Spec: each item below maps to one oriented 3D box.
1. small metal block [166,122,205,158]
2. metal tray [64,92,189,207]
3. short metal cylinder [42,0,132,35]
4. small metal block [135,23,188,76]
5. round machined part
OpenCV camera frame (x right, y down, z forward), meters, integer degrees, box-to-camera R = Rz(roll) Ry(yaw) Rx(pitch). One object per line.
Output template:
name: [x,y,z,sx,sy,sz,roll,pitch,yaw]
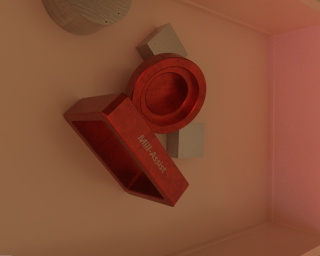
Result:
small metal block: [0.036,0.017,0.439,0.050,0.025,0.050,3,88,-40]
metal tray: [-0.036,0.025,0.335,0.030,0.090,0.130,-49,119,-29]
short metal cylinder: [-0.077,-0.144,0.327,0.081,0.050,0.079,0,91,-40]
small metal block: [0.003,-0.102,0.411,0.050,0.025,0.050,-50,120,-28]
round machined part: [0.004,-0.045,0.384,0.099,0.042,0.097,-12,121,-21]
